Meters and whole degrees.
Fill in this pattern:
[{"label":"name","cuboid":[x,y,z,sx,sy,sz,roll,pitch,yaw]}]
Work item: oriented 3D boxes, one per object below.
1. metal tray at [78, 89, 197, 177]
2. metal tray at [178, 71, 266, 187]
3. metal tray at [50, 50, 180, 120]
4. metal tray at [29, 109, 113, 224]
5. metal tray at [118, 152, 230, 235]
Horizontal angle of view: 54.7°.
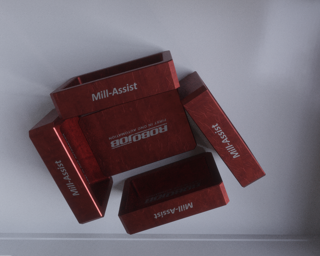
[{"label":"metal tray","cuboid":[-0.027,0.002,0.406,0.131,0.030,0.090,-19,109,6]},{"label":"metal tray","cuboid":[0.071,-0.001,0.376,0.030,0.090,0.130,-34,107,12]},{"label":"metal tray","cuboid":[-0.047,-0.052,0.354,0.131,0.090,0.030,-15,110,5]},{"label":"metal tray","cuboid":[-0.104,0.041,0.388,0.030,0.090,0.129,-20,109,7]},{"label":"metal tray","cuboid":[0.016,0.081,0.405,0.131,0.090,0.030,-19,109,6]}]
